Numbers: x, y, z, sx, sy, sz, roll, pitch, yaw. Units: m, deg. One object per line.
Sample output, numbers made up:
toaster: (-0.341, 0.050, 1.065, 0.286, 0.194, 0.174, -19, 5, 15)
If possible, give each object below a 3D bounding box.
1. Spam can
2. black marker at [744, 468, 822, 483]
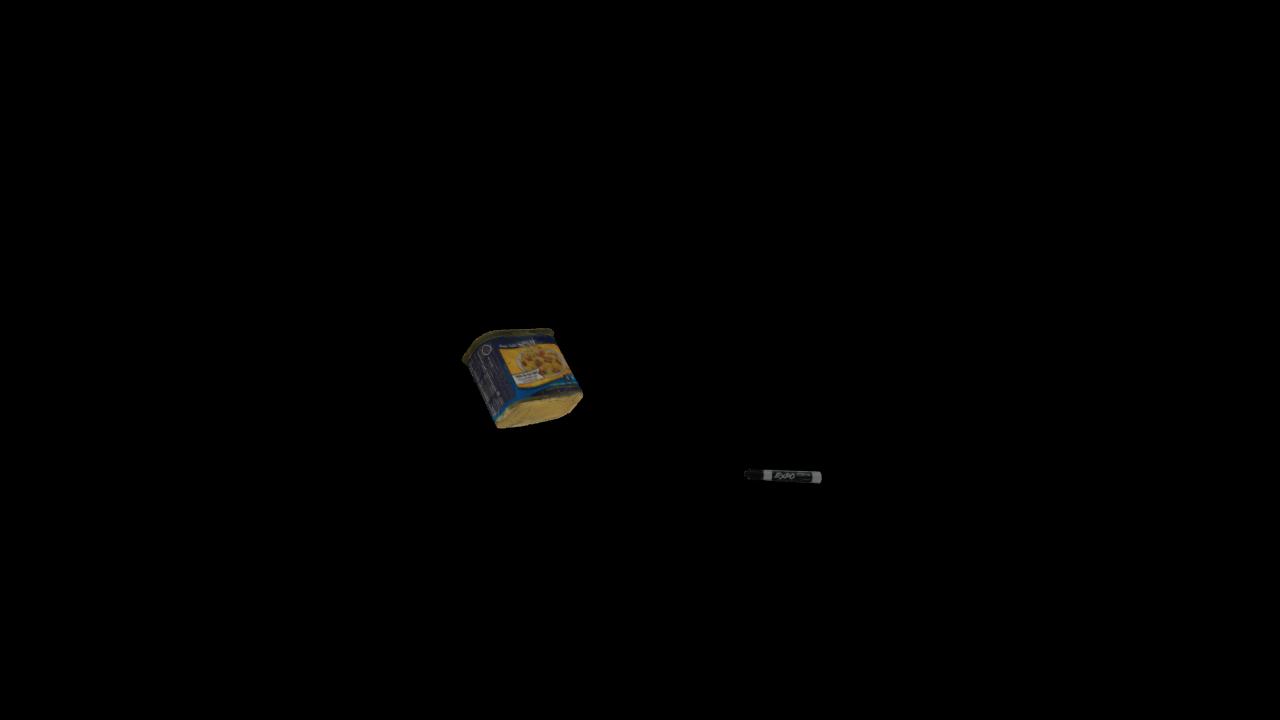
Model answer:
Spam can: (-0.118, 0.018, 0.635, 0.101, 0.085, 0.058, -7, -31, -48)
black marker: (0.226, 0.184, 0.976, 0.121, 0.020, 0.020, 3, 0, -2)
